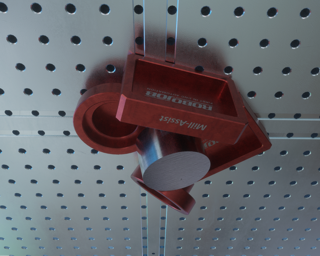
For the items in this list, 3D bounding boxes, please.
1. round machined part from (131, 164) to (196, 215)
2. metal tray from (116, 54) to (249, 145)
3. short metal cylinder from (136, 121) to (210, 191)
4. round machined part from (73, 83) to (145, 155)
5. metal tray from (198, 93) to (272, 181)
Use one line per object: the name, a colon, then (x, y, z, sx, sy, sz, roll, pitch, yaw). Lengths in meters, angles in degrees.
round machined part: (0.010, 0.080, 0.446, 0.098, 0.042, 0.098, 31, 164, 11)
metal tray: (0.023, -0.034, 0.340, 0.131, 0.090, 0.030, 12, 129, -11)
short metal cylinder: (0.015, 0.033, 0.375, 0.081, 0.050, 0.080, -9, 140, -8)
round machined part: (-0.054, -0.015, 0.387, 0.099, 0.042, 0.097, -1, 130, 0)
metal tray: (0.072, 0.019, 0.425, 0.130, 0.030, 0.090, -29, 125, 22)
